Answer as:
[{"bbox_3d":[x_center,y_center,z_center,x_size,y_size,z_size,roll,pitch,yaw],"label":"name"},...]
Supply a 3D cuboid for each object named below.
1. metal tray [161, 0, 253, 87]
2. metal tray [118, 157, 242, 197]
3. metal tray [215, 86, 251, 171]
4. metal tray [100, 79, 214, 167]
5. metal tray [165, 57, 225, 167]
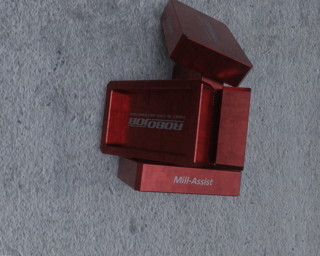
[{"bbox_3d":[0.052,-0.109,0.381,0.091,0.130,0.030,19,125,-20],"label":"metal tray"},{"bbox_3d":[0.022,0.058,0.384,0.131,0.090,0.030,7,88,-20],"label":"metal tray"},{"bbox_3d":[0.092,0.003,0.393,0.030,0.130,0.089,6,88,13],"label":"metal tray"},{"bbox_3d":[-0.007,-0.008,0.357,0.030,0.130,0.089,9,86,-57],"label":"metal tray"},{"bbox_3d":[0.040,-0.021,0.391,0.030,0.090,0.129,8,88,-20],"label":"metal tray"}]
